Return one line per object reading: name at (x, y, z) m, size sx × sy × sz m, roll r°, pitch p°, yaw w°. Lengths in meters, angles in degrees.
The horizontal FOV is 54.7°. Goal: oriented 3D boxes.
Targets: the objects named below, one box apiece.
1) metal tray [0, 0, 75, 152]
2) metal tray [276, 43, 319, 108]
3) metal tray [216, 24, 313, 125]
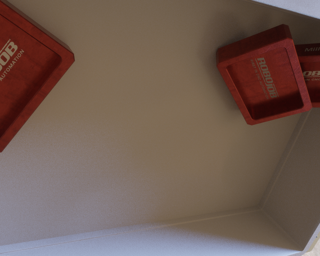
metal tray at (-0.156, -0.047, 0.290) m, size 0.130 × 0.030 × 0.090 m, roll -49°, pitch 129°, yaw 6°
metal tray at (0.224, -0.070, 0.425) m, size 0.090 × 0.130 × 0.030 m, roll 68°, pitch 33°, yaw -42°
metal tray at (0.140, -0.063, 0.412) m, size 0.090 × 0.030 × 0.130 m, roll -17°, pitch 135°, yaw 26°
